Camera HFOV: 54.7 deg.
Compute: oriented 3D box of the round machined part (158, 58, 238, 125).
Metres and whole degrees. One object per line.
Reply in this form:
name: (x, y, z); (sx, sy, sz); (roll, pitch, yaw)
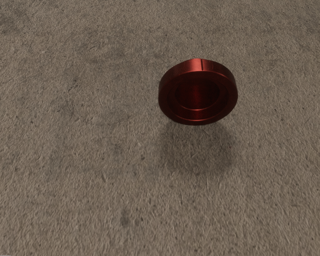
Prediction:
round machined part: (0.047, -0.050, 0.398); (0.099, 0.097, 0.042); (1, 50, 0)
